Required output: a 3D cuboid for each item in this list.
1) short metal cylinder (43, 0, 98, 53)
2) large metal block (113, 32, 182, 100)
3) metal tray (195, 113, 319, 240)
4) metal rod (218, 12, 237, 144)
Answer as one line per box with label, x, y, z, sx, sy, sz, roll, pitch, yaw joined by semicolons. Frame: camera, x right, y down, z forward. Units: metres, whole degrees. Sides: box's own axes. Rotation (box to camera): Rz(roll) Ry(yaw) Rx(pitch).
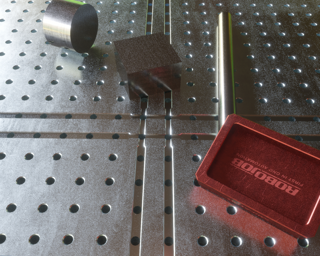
short metal cylinder;-0.146;-0.169;0.512;0.050;0.080;0.080;18;52;14
large metal block;-0.020;-0.096;0.472;0.081;0.050;0.080;-15;52;-13
metal tray;0.117;0.050;0.344;0.130;0.030;0.090;26;75;20
metal rod;0.104;-0.094;0.487;0.025;0.025;0.300;6;50;4
